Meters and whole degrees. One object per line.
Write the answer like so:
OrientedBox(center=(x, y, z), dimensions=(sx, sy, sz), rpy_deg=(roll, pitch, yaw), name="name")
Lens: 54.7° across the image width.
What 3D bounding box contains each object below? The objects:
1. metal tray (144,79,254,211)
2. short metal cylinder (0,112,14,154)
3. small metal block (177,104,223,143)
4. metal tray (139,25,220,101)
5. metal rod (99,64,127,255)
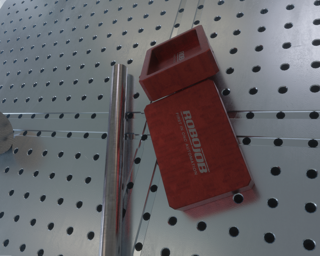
OrientedBox(center=(0.041, 0.019, 0.355), dimensions=(0.090, 0.030, 0.130), rpy_deg=(-22, 65, 14), name="metal tray")
OrientedBox(center=(-0.299, 0.011, 0.523), dimensions=(0.050, 0.080, 0.080), rpy_deg=(-15, 56, 20), name="short metal cylinder")
OrientedBox(center=(0.048, -0.005, 0.386), dimensions=(0.050, 0.025, 0.050), rpy_deg=(-21, 54, 15), name="small metal block")
OrientedBox(center=(0.024, -0.091, 0.413), dimensions=(0.090, 0.030, 0.130), rpy_deg=(-22, 27, 15), name="metal tray")
OrientedBox(center=(-0.060, 0.032, 0.420), dimensions=(0.025, 0.025, 0.299), rpy_deg=(-15, 55, 20), name="metal rod")
